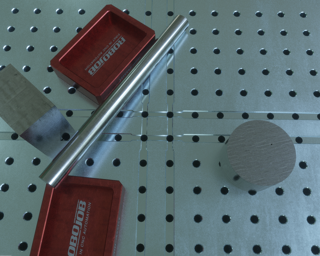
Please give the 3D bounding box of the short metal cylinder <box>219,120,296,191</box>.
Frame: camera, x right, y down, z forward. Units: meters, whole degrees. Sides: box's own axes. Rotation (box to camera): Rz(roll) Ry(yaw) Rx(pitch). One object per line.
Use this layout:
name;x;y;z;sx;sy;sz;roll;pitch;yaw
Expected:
short metal cylinder;0.119;0.036;0.386;0.081;0.050;0.080;0;70;0

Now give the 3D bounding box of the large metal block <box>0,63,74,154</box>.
large metal block;-0.165;-0.021;0.389;0.080;0.080;0.050;41;75;13

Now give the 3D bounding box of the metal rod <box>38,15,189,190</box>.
metal rod;-0.048;-0.049;0.412;0.025;0.025;0.301;31;66;11

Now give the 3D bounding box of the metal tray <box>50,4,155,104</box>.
metal tray;-0.079;-0.108;0.447;0.090;0.030;0.130;35;73;11

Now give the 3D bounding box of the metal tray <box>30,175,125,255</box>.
metal tray;-0.096;0.124;0.362;0.091;0.030;0.130;6;70;2
